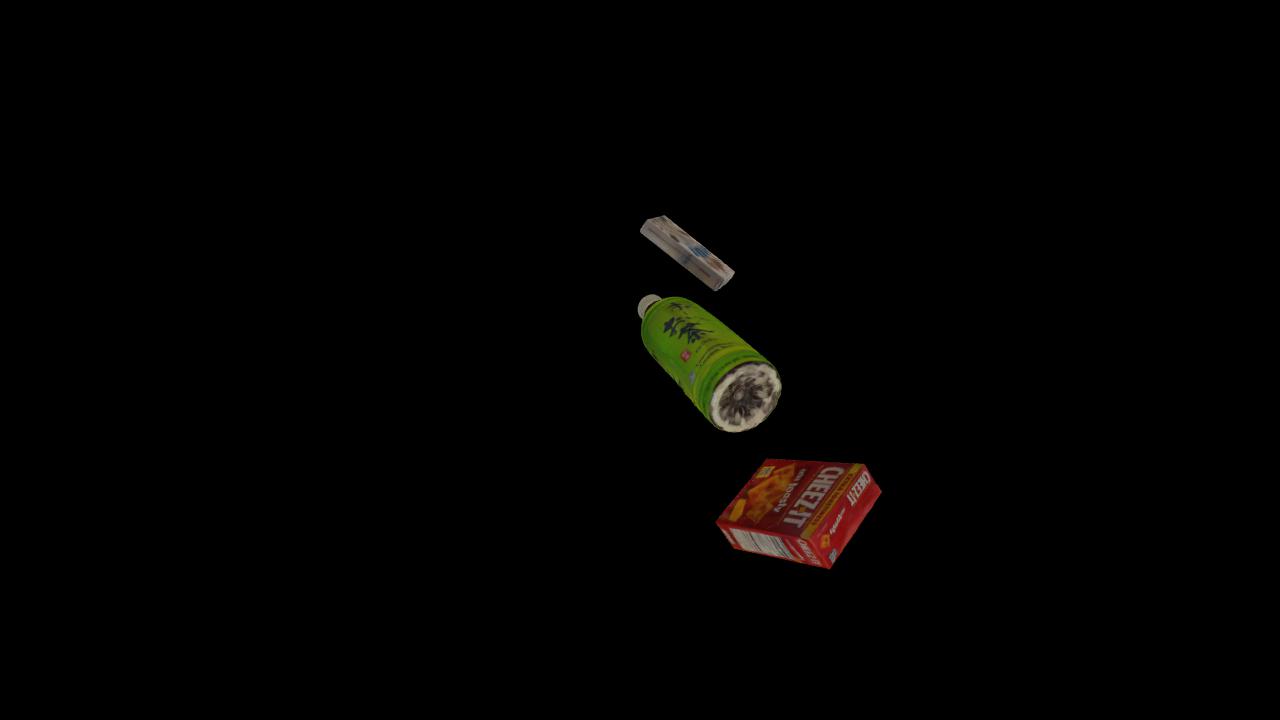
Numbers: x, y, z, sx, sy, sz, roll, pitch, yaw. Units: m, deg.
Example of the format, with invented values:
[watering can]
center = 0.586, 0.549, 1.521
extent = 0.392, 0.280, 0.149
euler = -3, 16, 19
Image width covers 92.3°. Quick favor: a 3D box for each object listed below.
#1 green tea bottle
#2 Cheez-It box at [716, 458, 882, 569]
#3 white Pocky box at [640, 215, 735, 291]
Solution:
[green tea bottle]
center = 0.049, -0.012, 0.579
extent = 0.073, 0.073, 0.212
euler = 0, 24, -22
[Cheez-It box]
center = 0.252, 0.241, 1.002
extent = 0.166, 0.071, 0.223
euler = -43, 16, -28
[white Pocky box]
center = 0.077, -0.171, 0.978
extent = 0.154, 0.028, 0.084
euler = 40, 26, 6
